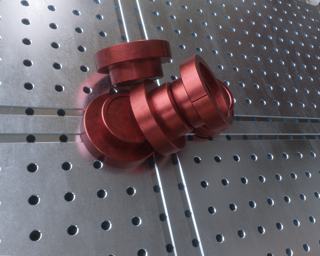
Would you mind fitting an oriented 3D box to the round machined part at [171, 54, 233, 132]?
[{"bbox_3d":[0.050,-0.039,0.388,0.098,0.042,0.098,47,27,-34],"label":"round machined part"}]

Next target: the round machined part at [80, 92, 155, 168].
[{"bbox_3d":[-0.043,-0.004,0.378,0.099,0.042,0.098,14,56,-21],"label":"round machined part"}]

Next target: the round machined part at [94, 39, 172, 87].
[{"bbox_3d":[-0.032,-0.080,0.401,0.099,0.098,0.042,-13,95,-34],"label":"round machined part"}]

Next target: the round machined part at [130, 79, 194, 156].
[{"bbox_3d":[0.008,-0.018,0.384,0.098,0.042,0.098,53,21,-30],"label":"round machined part"}]

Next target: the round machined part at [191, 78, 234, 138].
[{"bbox_3d":[0.070,-0.038,0.460,0.099,0.042,0.098,14,56,-21],"label":"round machined part"}]
